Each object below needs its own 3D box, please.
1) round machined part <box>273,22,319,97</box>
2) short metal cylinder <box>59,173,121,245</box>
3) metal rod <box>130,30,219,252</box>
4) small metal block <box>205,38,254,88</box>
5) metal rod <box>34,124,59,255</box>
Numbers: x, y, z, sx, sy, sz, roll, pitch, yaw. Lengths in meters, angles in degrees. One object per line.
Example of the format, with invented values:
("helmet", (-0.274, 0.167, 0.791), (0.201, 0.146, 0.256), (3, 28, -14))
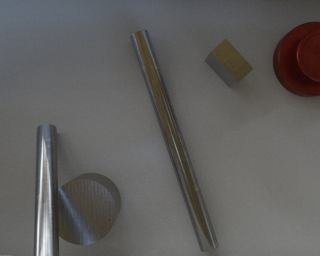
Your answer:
("round machined part", (0.205, -0.091, 0.406), (0.099, 0.042, 0.097), (0, 90, -1))
("short metal cylinder", (-0.094, 0.101, 0.398), (0.081, 0.050, 0.079), (0, 90, -1))
("metal rod", (0.019, 0.017, 0.411), (0.025, 0.025, 0.298), (-18, 90, 0))
("small metal block", (0.087, -0.082, 0.400), (0.025, 0.050, 0.050), (-42, 91, 0))
("metal rod", (-0.120, 0.122, 0.328), (0.025, 0.025, 0.299), (-14, 56, 0))
